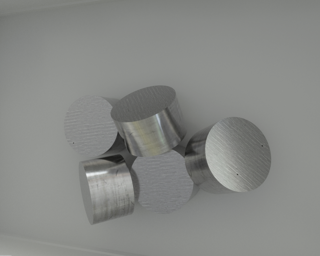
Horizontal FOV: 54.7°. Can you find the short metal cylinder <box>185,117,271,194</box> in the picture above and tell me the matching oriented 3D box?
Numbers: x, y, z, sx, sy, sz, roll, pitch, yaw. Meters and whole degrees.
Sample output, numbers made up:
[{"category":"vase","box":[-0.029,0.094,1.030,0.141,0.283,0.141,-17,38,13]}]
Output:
[{"category":"short metal cylinder","box":[0.075,0.033,0.347,0.081,0.050,0.080,5,74,-19]}]

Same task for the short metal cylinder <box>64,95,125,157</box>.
[{"category":"short metal cylinder","box":[-0.081,-0.003,0.422,0.080,0.050,0.079,0,90,19]}]

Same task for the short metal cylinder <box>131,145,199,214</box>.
[{"category":"short metal cylinder","box":[0.009,0.062,0.392,0.080,0.050,0.079,0,90,19]}]

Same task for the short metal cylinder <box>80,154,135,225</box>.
[{"category":"short metal cylinder","box":[-0.070,0.077,0.396,0.050,0.080,0.080,-9,86,-23]}]

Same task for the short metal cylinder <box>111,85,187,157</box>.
[{"category":"short metal cylinder","box":[-0.013,-0.010,0.375,0.080,0.080,0.050,-8,123,19]}]
